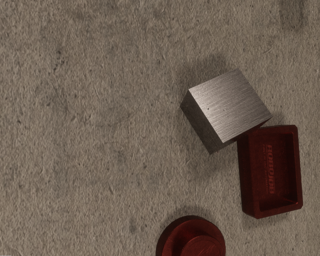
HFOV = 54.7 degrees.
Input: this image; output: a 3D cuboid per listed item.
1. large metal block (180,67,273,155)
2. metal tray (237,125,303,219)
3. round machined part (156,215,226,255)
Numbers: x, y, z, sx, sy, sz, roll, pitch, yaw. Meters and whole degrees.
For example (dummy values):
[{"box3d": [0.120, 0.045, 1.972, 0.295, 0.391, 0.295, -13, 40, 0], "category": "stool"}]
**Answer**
[{"box3d": [0.086, -0.022, 0.414, 0.081, 0.050, 0.080, -25, 75, -19], "category": "large metal block"}, {"box3d": [0.167, 0.063, 0.470, 0.091, 0.030, 0.129, -6, 92, -20], "category": "metal tray"}, {"box3d": [0.047, 0.173, 0.419, 0.099, 0.042, 0.097, 0, 90, -21], "category": "round machined part"}]
